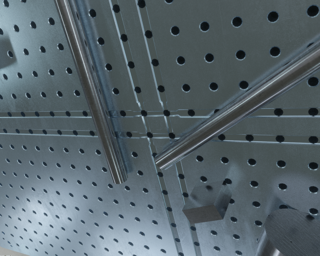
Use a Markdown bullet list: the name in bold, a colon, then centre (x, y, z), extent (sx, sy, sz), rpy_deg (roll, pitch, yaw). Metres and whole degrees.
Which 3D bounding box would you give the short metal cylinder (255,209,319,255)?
- **short metal cylinder**: centre (0.163, 0.147, 0.380), extent (0.080, 0.080, 0.050), rpy_deg (18, 125, 18)

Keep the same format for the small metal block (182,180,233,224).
- **small metal block**: centre (0.065, 0.101, 0.423), extent (0.050, 0.050, 0.025), rpy_deg (-22, 107, 36)

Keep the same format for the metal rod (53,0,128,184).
- **metal rod**: centre (-0.092, -0.049, 0.429), extent (0.025, 0.025, 0.298), rpy_deg (2, 120, 27)

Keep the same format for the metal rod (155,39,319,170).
- **metal rod**: centre (0.094, -0.025, 0.346), extent (0.025, 0.025, 0.299), rpy_deg (47, 129, -5)
